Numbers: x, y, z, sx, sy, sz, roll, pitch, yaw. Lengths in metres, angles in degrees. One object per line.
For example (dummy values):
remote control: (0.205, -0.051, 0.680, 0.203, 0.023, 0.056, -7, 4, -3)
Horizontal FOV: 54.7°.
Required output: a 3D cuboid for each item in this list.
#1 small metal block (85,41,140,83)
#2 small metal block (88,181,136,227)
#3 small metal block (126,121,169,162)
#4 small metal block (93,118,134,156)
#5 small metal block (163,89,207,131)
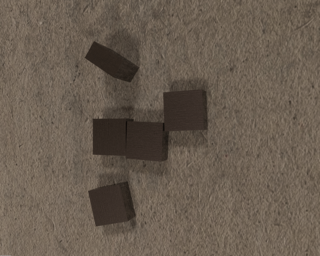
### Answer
small metal block: (-0.063, -0.088, 0.417, 0.050, 0.050, 0.025, 35, 101, 16)
small metal block: (-0.067, 0.105, 0.431, 0.050, 0.025, 0.050, -15, 85, 19)
small metal block: (-0.017, 0.017, 0.414, 0.050, 0.025, 0.050, 3, 91, 19)
small metal block: (-0.065, 0.012, 0.431, 0.050, 0.025, 0.050, 0, 90, 19)
small metal block: (0.033, -0.021, 0.397, 0.050, 0.025, 0.050, -2, 89, 19)
